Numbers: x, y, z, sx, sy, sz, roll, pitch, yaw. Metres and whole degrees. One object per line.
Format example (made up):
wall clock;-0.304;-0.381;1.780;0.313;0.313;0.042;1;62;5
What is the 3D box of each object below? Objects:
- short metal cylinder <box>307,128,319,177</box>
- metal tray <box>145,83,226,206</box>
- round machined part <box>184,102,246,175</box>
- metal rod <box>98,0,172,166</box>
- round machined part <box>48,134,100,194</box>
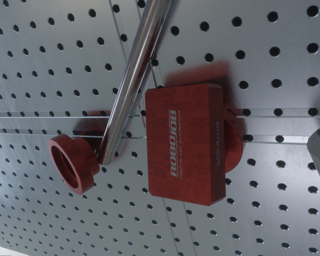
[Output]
short metal cylinder;0.190;0.027;0.292;0.080;0.080;0.050;-19;109;35
metal tray;0.027;0.017;0.359;0.090;0.030;0.129;0;93;40
round machined part;0.053;0.020;0.385;0.098;0.042;0.097;13;124;21
metal rod;-0.038;-0.057;0.395;0.025;0.025;0.298;31;129;8
round machined part;-0.131;0.052;0.487;0.098;0.042;0.097;33;139;35
